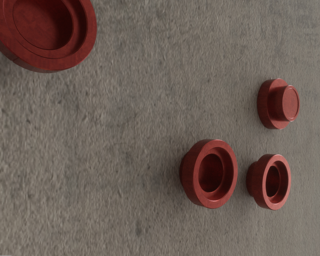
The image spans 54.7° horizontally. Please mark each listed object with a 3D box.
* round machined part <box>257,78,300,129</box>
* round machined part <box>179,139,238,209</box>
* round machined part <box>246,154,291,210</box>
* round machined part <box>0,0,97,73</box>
[{"bbox_3d":[0.231,-0.046,0.591,0.099,0.042,0.097,0,90,-40],"label":"round machined part"},{"bbox_3d":[0.067,0.065,0.452,0.099,0.042,0.097,0,90,-40],"label":"round machined part"},{"bbox_3d":[0.193,0.095,0.559,0.099,0.042,0.097,0,90,-40],"label":"round machined part"},{"bbox_3d":[-0.115,-0.101,0.298,0.099,0.042,0.097,0,90,-40],"label":"round machined part"}]
